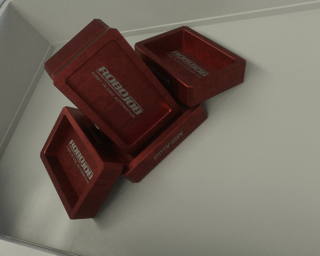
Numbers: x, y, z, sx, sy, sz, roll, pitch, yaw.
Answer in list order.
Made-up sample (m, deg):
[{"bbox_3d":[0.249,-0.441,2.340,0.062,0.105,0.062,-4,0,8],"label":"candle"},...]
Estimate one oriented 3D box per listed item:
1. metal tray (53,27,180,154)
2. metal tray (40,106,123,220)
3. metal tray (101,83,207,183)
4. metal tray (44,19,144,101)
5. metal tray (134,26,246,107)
[{"bbox_3d":[-0.049,-0.041,0.370,0.090,0.130,0.030,-42,28,-1],"label":"metal tray"},{"bbox_3d":[-0.108,0.042,0.407,0.130,0.030,0.090,46,112,38],"label":"metal tray"},{"bbox_3d":[-0.014,-0.003,0.408,0.130,0.030,0.090,-43,51,-2],"label":"metal tray"},{"bbox_3d":[-0.073,-0.066,0.412,0.090,0.130,0.030,-43,51,-1],"label":"metal tray"},{"bbox_3d":[0.036,-0.088,0.412,0.091,0.030,0.130,-26,48,-21],"label":"metal tray"}]
